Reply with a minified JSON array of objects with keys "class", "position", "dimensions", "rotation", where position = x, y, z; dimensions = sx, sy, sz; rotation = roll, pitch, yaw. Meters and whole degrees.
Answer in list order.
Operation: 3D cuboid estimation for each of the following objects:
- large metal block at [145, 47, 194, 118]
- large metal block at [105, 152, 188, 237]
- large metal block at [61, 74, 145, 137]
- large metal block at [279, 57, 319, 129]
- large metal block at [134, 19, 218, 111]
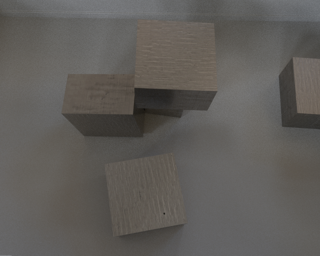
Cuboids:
[{"class":"large metal block","position":[0.012,-0.068,0.404],"dimensions":[0.050,0.080,0.080],"rotation":[9,70,-1]},{"class":"large metal block","position":[-0.017,0.080,0.367],"dimensions":[0.081,0.050,0.080],"rotation":[-9,70,-4]},{"class":"large metal block","position":[-0.065,-0.025,0.385],"dimensions":[0.080,0.080,0.050],"rotation":[1,70,5]},{"class":"large metal block","position":[0.211,-0.045,0.415],"dimensions":[0.081,0.050,0.080],"rotation":[4,70,1]},{"class":"large metal block","position":[0.015,-0.066,0.335],"dimensions":[0.081,0.050,0.080],"rotation":[2,70,-3]}]
